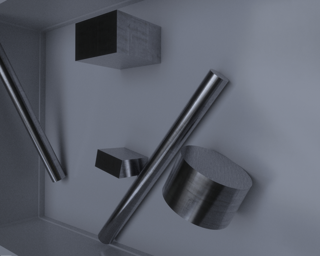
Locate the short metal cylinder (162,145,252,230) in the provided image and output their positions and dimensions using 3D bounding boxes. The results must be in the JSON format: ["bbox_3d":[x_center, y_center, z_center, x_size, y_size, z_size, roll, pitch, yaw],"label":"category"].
[{"bbox_3d":[0.049,0.061,0.329,0.080,0.081,0.050,36,112,34],"label":"short metal cylinder"}]

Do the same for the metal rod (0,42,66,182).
[{"bbox_3d":[-0.237,-0.044,0.527,0.025,0.025,0.299,-14,103,39],"label":"metal rod"}]

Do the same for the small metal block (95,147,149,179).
[{"bbox_3d":[-0.053,0.047,0.432,0.050,0.050,0.025,18,102,38],"label":"small metal block"}]

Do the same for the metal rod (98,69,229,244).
[{"bbox_3d":[-0.008,0.053,0.411,0.025,0.025,0.298,48,118,29],"label":"metal rod"}]

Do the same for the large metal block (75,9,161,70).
[{"bbox_3d":[-0.055,-0.113,0.414,0.080,0.081,0.050,1,91,39],"label":"large metal block"}]
